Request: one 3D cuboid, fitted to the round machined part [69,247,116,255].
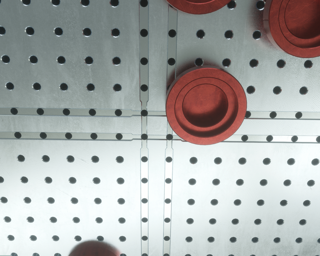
[{"bbox_3d":[-0.109,0.242,0.493,0.099,0.042,0.097,0,110,0],"label":"round machined part"}]

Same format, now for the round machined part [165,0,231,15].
[{"bbox_3d":[0.042,-0.176,0.340,0.099,0.042,0.097,0,110,0],"label":"round machined part"}]

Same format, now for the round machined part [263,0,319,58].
[{"bbox_3d":[0.168,-0.132,0.357,0.099,0.042,0.097,0,110,0],"label":"round machined part"}]

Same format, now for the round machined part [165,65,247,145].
[{"bbox_3d":[0.056,-0.031,0.393,0.099,0.042,0.097,0,110,0],"label":"round machined part"}]
